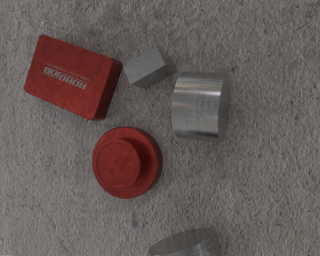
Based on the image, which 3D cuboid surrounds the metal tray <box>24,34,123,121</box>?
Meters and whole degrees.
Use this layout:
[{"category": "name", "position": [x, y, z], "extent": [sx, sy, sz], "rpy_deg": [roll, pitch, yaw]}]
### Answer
[{"category": "metal tray", "position": [-0.128, -0.074, 0.452], "extent": [0.130, 0.030, 0.089], "rpy_deg": [22, 97, 18]}]

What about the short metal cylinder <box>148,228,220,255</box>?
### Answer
[{"category": "short metal cylinder", "position": [0.031, 0.159, 0.369], "extent": [0.080, 0.080, 0.050], "rpy_deg": [-19, 84, 19]}]

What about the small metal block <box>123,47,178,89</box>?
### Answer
[{"category": "small metal block", "position": [-0.011, -0.076, 0.400], "extent": [0.050, 0.050, 0.025], "rpy_deg": [-27, 81, 18]}]

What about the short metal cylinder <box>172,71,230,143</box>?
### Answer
[{"category": "short metal cylinder", "position": [0.050, -0.025, 0.362], "extent": [0.050, 0.080, 0.079], "rpy_deg": [6, 92, 20]}]

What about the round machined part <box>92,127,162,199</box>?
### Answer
[{"category": "round machined part", "position": [-0.050, 0.047, 0.417], "extent": [0.098, 0.042, 0.097], "rpy_deg": [0, 90, 20]}]
